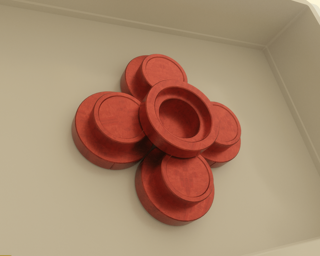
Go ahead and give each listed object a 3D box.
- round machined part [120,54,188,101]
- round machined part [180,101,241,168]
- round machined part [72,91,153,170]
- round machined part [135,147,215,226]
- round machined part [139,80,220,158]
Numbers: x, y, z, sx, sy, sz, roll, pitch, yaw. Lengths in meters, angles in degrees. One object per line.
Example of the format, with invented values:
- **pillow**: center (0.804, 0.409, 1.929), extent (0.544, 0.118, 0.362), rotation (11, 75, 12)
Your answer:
- **round machined part**: center (-0.001, -0.063, 0.428), extent (0.099, 0.042, 0.098), rotation (14, 56, -21)
- **round machined part**: center (0.072, 0.002, 0.429), extent (0.099, 0.042, 0.098), rotation (14, 56, -21)
- **round machined part**: center (-0.050, -0.003, 0.366), extent (0.099, 0.042, 0.098), rotation (14, 56, -21)
- **round machined part**: center (0.024, 0.061, 0.367), extent (0.099, 0.042, 0.098), rotation (15, 54, -21)
- **round machined part**: center (0.020, -0.008, 0.381), extent (0.099, 0.042, 0.098), rotation (14, 56, -21)
